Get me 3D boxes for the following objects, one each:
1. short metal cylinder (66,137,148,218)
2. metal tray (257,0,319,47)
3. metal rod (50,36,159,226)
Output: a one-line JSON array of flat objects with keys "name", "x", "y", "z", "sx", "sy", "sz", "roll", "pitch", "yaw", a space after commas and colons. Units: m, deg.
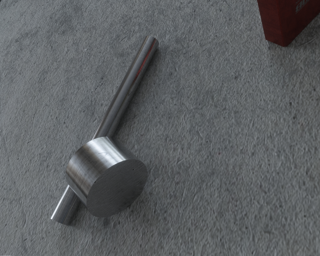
[{"name": "short metal cylinder", "x": -0.062, "y": 0.057, "z": 0.365, "sx": 0.080, "sy": 0.080, "sz": 0.050, "roll": -48, "pitch": 52, "yaw": -6}, {"name": "metal tray", "x": 0.177, "y": -0.175, "z": 0.376, "sx": 0.130, "sy": 0.090, "sz": 0.030, "roll": -46, "pitch": 51, "yaw": -4}, {"name": "metal rod", "x": -0.071, "y": -0.009, "z": 0.444, "sx": 0.025, "sy": 0.025, "sz": 0.300, "roll": 11, "pitch": 67, "yaw": 32}]
